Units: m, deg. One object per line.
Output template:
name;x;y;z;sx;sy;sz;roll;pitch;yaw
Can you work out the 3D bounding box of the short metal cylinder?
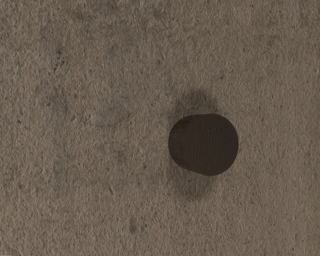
short metal cylinder;0.058;0.021;0.418;0.081;0.050;0.079;0;90;-21
